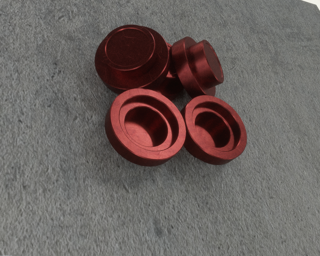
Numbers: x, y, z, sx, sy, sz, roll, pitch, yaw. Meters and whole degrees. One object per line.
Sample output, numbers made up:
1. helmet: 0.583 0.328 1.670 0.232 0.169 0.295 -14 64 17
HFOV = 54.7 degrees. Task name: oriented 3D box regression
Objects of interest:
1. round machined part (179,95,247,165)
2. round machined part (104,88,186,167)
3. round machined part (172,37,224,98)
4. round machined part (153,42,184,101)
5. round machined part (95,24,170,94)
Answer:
1. round machined part: 0.067 0.006 0.428 0.099 0.042 0.098 14 56 -21
2. round machined part: -0.021 0.003 0.383 0.099 0.042 0.098 14 56 -21
3. round machined part: 0.061 -0.090 0.456 0.098 0.042 0.098 41 38 -42
4. round machined part: -0.003 -0.088 0.447 0.099 0.042 0.098 14 56 -21
5. round machined part: -0.037 -0.094 0.402 0.099 0.042 0.098 -2 69 6
